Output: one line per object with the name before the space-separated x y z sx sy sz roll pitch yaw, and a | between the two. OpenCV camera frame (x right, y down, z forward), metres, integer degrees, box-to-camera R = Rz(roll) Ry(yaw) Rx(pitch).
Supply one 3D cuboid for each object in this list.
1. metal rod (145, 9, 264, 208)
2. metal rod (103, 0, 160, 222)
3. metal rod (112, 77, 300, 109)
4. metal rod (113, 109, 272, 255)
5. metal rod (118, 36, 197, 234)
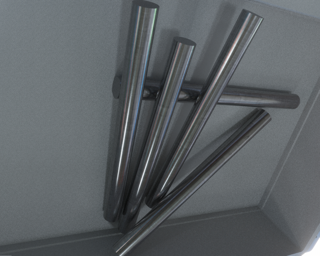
metal rod | 0.044 -0.004 0.402 0.025 0.025 0.298 6 124 -31
metal rod | -0.041 0.007 0.365 0.025 0.025 0.298 -6 129 -26
metal rod | 0.082 -0.044 0.425 0.303 0.025 0.025 1 118 -29
metal rod | 0.054 0.077 0.459 0.301 0.025 0.025 -41 130 -10
metal rod | -0.013 0.031 0.398 0.025 0.025 0.298 -1 126 -28
